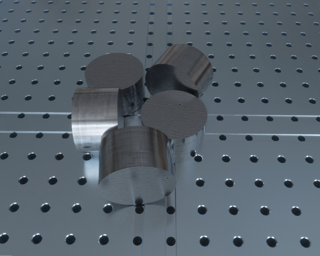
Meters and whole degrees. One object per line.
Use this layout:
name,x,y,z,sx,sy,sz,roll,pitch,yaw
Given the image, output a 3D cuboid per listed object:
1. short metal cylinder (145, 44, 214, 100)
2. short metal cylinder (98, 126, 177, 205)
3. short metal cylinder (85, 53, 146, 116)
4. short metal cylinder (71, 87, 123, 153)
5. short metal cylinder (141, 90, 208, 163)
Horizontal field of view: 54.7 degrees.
short metal cylinder,0.027,-0.068,0.429,0.080,0.080,0.050,23,53,18
short metal cylinder,-0.025,0.042,0.335,0.081,0.080,0.050,-5,51,-4
short metal cylinder,-0.062,-0.063,0.443,0.080,0.050,0.080,0,50,1
short metal cylinder,-0.073,-0.010,0.381,0.050,0.080,0.080,-1,50,-2
short metal cylinder,0.017,-0.002,0.393,0.081,0.050,0.080,1,50,0
